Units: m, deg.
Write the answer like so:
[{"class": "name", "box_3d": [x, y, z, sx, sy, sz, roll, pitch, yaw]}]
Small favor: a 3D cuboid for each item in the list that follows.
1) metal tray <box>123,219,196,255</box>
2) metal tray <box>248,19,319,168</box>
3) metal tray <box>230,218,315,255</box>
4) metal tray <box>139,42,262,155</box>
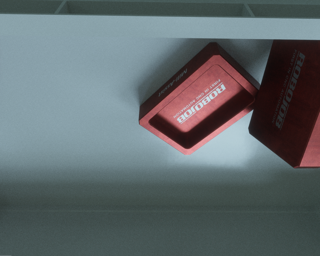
[{"class": "metal tray", "box_3d": [0.001, 0.213, 0.589, 0.131, 0.030, 0.089, -2, 130, 1]}, {"class": "metal tray", "box_3d": [0.140, -0.036, 0.309, 0.030, 0.090, 0.129, 2, 113, -19]}, {"class": "metal tray", "box_3d": [0.212, 0.216, 0.594, 0.131, 0.030, 0.089, 6, 130, -6]}, {"class": "metal tray", "box_3d": [0.048, -0.029, 0.380, 0.090, 0.030, 0.130, 35, 122, -26]}]
